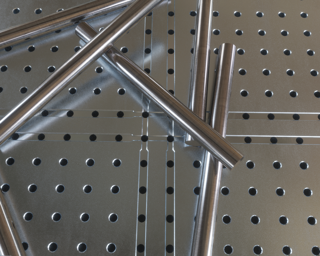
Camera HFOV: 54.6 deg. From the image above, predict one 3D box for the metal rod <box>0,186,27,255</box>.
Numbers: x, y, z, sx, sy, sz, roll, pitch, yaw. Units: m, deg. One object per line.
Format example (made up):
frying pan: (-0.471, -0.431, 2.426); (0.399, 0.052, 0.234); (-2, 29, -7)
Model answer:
metal rod: (-0.231, 0.042, 0.395); (0.025, 0.025, 0.299); (-28, 72, -10)

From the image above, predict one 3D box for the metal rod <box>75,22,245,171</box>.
metal rod: (-0.013, -0.054, 0.413); (0.025, 0.025, 0.300); (-42, 69, -14)

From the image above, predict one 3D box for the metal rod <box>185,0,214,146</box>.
metal rod: (0.062, -0.120, 0.455); (0.025, 0.025, 0.299); (6, 70, 2)

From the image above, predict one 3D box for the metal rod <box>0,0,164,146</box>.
metal rod: (-0.113, -0.084, 0.416); (0.300, 0.025, 0.025); (-43, 75, -4)

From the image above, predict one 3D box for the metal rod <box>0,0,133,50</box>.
metal rod: (-0.125, -0.174, 0.474); (0.302, 0.025, 0.025); (-22, 72, -8)

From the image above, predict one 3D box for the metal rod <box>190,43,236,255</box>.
metal rod: (0.072, 0.021, 0.404); (0.025, 0.025, 0.299); (10, 70, 3)
